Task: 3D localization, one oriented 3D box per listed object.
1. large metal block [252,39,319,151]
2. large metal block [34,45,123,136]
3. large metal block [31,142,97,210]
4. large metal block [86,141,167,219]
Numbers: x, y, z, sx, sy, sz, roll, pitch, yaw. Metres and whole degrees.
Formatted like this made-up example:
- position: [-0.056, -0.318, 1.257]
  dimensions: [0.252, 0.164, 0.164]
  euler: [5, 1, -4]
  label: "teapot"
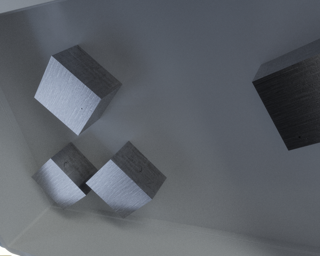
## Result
- position: [0.147, -0.034, 0.294]
  dimensions: [0.080, 0.050, 0.080]
  euler: [-22, 107, 36]
  label: "large metal block"
- position: [-0.112, -0.050, 0.420]
  dimensions: [0.080, 0.050, 0.080]
  euler: [41, 129, -1]
  label: "large metal block"
- position: [-0.157, 0.083, 0.527]
  dimensions: [0.080, 0.050, 0.080]
  euler: [49, 129, -6]
  label: "large metal block"
- position: [-0.052, 0.079, 0.469]
  dimensions: [0.080, 0.050, 0.080]
  euler: [45, 129, -3]
  label: "large metal block"
